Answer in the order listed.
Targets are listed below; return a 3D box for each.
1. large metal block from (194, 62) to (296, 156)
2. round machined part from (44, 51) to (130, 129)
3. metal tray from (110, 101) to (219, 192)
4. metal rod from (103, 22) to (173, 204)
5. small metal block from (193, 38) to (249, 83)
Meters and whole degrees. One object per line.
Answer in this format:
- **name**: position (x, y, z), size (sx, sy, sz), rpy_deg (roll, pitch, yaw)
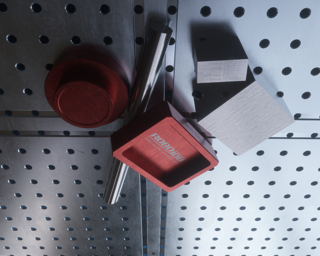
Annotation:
- **large metal block**: position (0.100, -0.023, 0.378), size (0.080, 0.050, 0.080), rpy_deg (37, 121, -27)
- **round machined part**: position (-0.087, -0.038, 0.367), size (0.099, 0.042, 0.097), rpy_deg (-1, 130, 0)
- **metal tray**: position (0.009, 0.031, 0.413), size (0.090, 0.030, 0.130), rpy_deg (-33, 133, 16)
- **metal rod**: position (-0.040, 0.005, 0.415), size (0.025, 0.025, 0.298), rpy_deg (12, 129, -11)
- **small metal block**: position (0.063, -0.074, 0.334), size (0.050, 0.050, 0.025), rpy_deg (-3, 130, 2)
